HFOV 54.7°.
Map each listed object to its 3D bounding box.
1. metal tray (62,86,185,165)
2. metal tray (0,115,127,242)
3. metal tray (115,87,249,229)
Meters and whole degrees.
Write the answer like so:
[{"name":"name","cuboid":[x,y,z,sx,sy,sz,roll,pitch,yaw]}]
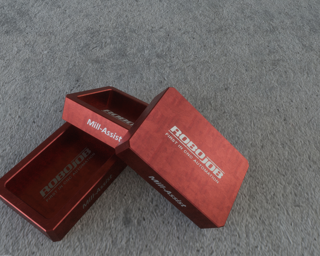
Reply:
[{"name":"metal tray","cuboid":[-0.040,-0.008,0.379,0.130,0.030,0.091,27,25,20]},{"name":"metal tray","cuboid":[-0.106,0.050,0.356,0.090,0.030,0.131,27,55,21]},{"name":"metal tray","cuboid":[0.029,0.031,0.327,0.130,0.030,0.090,43,54,-13]}]
